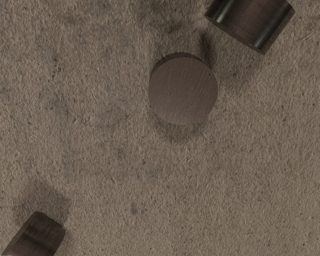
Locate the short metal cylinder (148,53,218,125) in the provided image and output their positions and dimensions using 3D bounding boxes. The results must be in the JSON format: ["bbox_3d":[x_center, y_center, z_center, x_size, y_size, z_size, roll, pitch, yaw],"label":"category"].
[{"bbox_3d":[0.026,-0.049,0.379,0.081,0.050,0.079,0,110,-1],"label":"short metal cylinder"}]

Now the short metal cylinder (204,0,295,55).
[{"bbox_3d":[0.095,-0.123,0.337,0.080,0.080,0.050,30,107,-11],"label":"short metal cylinder"}]

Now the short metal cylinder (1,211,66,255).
[{"bbox_3d":[-0.180,0.166,0.439,0.050,0.080,0.080,39,105,-14],"label":"short metal cylinder"}]
